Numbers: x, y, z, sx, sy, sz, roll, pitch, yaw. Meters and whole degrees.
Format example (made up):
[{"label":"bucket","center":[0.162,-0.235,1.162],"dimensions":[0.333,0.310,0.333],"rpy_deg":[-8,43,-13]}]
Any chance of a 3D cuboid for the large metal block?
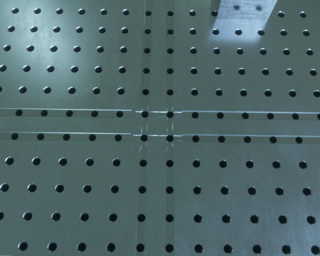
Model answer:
[{"label":"large metal block","center":[0.131,-0.217,0.478],"dimensions":[0.080,0.050,0.080],"rpy_deg":[2,70,0]}]
